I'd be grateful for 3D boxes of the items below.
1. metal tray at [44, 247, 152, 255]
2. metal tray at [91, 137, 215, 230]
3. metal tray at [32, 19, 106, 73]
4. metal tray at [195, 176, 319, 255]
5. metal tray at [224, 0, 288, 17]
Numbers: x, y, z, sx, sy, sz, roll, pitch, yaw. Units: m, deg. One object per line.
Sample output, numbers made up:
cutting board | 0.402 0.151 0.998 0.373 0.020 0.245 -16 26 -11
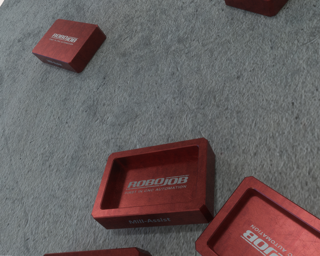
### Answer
metal tray | -0.074 0.180 0.329 0.130 0.030 0.090 -12 56 21
metal tray | -0.006 0.063 0.352 0.130 0.030 0.090 -11 45 22
metal tray | -0.175 -0.159 0.591 0.130 0.030 0.090 21 73 35
metal tray | 0.108 0.114 0.273 0.130 0.030 0.090 34 80 38
metal tray | 0.165 -0.228 0.454 0.130 0.030 0.090 -49 52 -7
